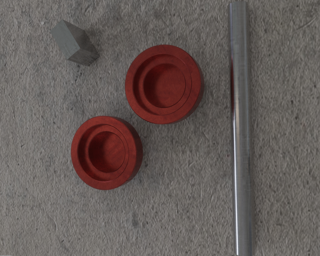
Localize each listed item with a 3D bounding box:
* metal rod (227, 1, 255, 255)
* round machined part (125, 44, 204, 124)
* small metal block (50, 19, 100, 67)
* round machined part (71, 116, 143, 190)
[{"bbox_3d":[0.098,0.000,0.374,0.025,0.025,0.298,-2,89,20],"label":"metal rod"},{"bbox_3d":[0.009,-0.053,0.397,0.098,0.042,0.097,0,90,20],"label":"round machined part"},{"bbox_3d":[-0.119,-0.119,0.438,0.025,0.050,0.050,-36,79,17],"label":"small metal block"},{"bbox_3d":[-0.068,0.033,0.424,0.098,0.042,0.097,0,90,20],"label":"round machined part"}]
